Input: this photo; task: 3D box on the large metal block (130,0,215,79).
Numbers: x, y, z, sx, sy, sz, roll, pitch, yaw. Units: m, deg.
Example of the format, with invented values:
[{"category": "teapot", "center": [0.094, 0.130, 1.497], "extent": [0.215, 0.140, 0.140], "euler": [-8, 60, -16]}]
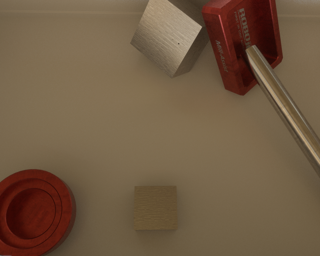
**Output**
[{"category": "large metal block", "center": [0.018, -0.127, 0.420], "extent": [0.080, 0.079, 0.050], "euler": [42, 37, 13]}]

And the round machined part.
[{"category": "round machined part", "center": [-0.147, 0.100, 0.362], "extent": [0.099, 0.042, 0.098], "euler": [0, 70, -1]}]

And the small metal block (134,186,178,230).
[{"category": "small metal block", "center": [-0.005, 0.097, 0.374], "extent": [0.050, 0.025, 0.050], "euler": [0, 70, -1]}]

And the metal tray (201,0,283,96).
[{"category": "metal tray", "center": [0.112, -0.118, 0.400], "extent": [0.090, 0.130, 0.030], "euler": [-41, 42, -14]}]

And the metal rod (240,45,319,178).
[{"category": "metal rod", "center": [0.189, 0.027, 0.380], "extent": [0.025, 0.025, 0.299], "euler": [-29, 81, -10]}]
